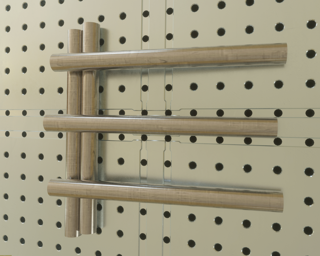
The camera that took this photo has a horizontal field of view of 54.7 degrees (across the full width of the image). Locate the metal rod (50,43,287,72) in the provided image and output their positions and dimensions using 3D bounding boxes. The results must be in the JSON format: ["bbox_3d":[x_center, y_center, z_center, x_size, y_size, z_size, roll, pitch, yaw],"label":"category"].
[{"bbox_3d":[0.000,-0.089,0.396,0.301,0.025,0.025,1,90,13],"label":"metal rod"}]

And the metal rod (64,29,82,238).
[{"bbox_3d":[-0.125,0.008,0.454,0.025,0.025,0.298,1,90,19],"label":"metal rod"}]

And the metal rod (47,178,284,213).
[{"bbox_3d":[-0.003,0.085,0.397,0.301,0.025,0.025,1,90,13],"label":"metal rod"}]

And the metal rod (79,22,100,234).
[{"bbox_3d":[-0.101,0.000,0.446,0.025,0.025,0.298,1,90,19],"label":"metal rod"}]

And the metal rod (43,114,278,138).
[{"bbox_3d":[-0.010,-0.004,0.399,0.301,0.025,0.025,1,91,13],"label":"metal rod"}]
